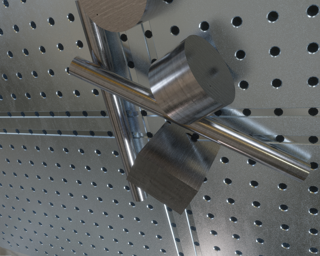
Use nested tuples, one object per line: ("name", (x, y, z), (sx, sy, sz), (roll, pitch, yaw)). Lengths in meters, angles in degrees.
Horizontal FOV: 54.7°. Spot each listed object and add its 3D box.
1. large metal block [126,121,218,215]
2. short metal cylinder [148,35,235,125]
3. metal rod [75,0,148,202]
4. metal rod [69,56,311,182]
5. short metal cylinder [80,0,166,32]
("large metal block", (0.017, 0.048, 0.397), (0.080, 0.080, 0.050), (32, 129, 7))
("short metal cylinder", (0.035, -0.050, 0.327), (0.050, 0.080, 0.080), (-29, 102, 37))
("metal rod", (-0.059, -0.021, 0.429), (0.025, 0.025, 0.298), (2, 120, 27))
("metal rod", (0.031, -0.013, 0.368), (0.301, 0.025, 0.025), (25, 128, 5))
("short metal cylinder", (-0.038, -0.147, 0.324), (0.080, 0.050, 0.079), (13, 124, 21))
